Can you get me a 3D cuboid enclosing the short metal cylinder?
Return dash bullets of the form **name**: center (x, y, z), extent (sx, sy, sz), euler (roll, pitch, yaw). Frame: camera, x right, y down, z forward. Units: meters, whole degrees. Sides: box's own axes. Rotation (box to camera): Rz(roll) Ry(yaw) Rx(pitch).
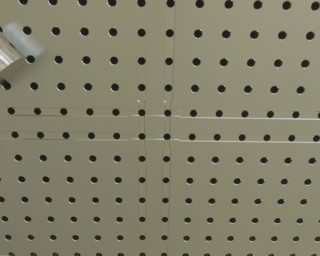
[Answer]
- **short metal cylinder**: center (-0.202, -0.073, 0.354), extent (0.080, 0.080, 0.050), euler (-40, 106, 13)
